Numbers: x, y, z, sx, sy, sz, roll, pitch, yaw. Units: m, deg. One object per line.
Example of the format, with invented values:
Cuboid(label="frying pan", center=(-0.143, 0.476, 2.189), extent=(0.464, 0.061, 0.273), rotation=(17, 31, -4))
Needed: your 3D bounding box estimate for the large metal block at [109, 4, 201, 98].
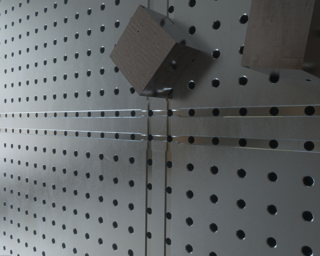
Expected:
Cuboid(label="large metal block", center=(-0.009, -0.096, 0.402), extent=(0.080, 0.050, 0.080), rotation=(-52, 60, 27))

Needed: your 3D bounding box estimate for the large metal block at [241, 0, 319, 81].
Cuboid(label="large metal block", center=(0.119, -0.088, 0.275), extent=(0.050, 0.081, 0.080), rotation=(14, 99, 39))
